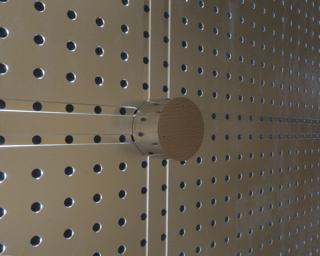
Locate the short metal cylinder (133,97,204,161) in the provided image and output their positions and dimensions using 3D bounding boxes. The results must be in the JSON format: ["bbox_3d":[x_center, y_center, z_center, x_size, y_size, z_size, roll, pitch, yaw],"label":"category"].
[{"bbox_3d":[0.012,0.001,0.404,0.081,0.050,0.079,0,90,-40],"label":"short metal cylinder"}]
